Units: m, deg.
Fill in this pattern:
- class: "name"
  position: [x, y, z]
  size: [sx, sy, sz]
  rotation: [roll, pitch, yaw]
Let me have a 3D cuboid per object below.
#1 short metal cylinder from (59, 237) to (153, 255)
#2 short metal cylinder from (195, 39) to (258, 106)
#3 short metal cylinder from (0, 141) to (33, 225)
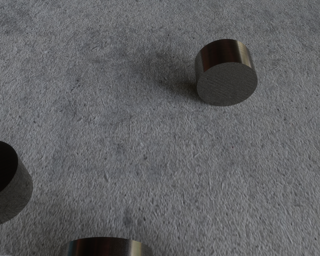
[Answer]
- class: "short metal cylinder"
  position: [-0.046, 0.130, 0.258]
  size: [0.081, 0.080, 0.050]
  rotation: [-1, 50, -1]
- class: "short metal cylinder"
  position: [0.090, -0.076, 0.431]
  size: [0.080, 0.080, 0.050]
  rotation: [0, 50, 0]
- class: "short metal cylinder"
  position: [-0.187, 0.059, 0.336]
  size: [0.080, 0.050, 0.080]
  rotation: [0, 50, 0]
